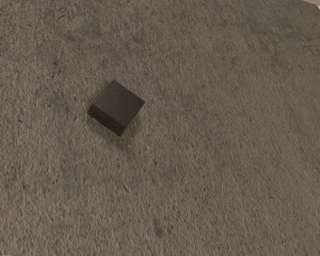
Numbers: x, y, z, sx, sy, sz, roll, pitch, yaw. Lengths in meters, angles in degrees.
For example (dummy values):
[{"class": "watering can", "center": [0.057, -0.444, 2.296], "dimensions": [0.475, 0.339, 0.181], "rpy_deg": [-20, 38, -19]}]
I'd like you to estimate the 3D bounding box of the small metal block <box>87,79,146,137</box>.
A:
[{"class": "small metal block", "center": [-0.055, -0.026, 0.391], "dimensions": [0.050, 0.025, 0.050], "rpy_deg": [36, 51, -5]}]
